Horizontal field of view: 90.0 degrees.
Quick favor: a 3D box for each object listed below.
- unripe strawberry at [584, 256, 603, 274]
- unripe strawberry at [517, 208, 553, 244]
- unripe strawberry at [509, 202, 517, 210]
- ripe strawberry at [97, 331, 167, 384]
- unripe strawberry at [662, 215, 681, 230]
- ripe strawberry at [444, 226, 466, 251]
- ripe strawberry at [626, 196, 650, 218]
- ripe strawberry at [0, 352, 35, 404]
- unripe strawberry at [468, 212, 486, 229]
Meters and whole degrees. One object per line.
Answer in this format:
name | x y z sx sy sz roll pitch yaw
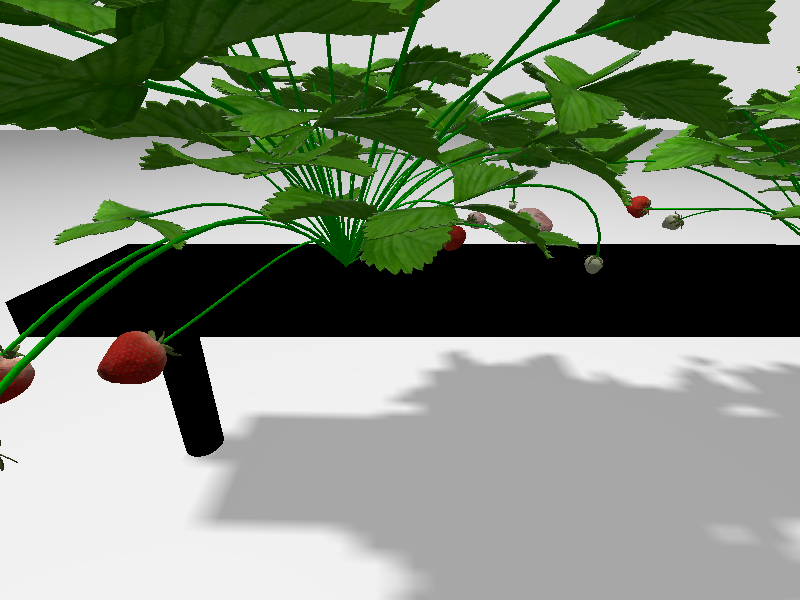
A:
unripe strawberry | 0.162 -0.029 0.336 0.015 0.015 0.014 4 25 8
unripe strawberry | 0.143 -0.080 0.429 0.038 0.038 0.042 -8 26 -19
unripe strawberry | 0.144 -0.121 0.514 0.010 0.010 0.011 -20 31 -36
ripe strawberry | -0.137 0.030 0.204 0.029 0.025 0.029 12 28 24
unripe strawberry | 0.329 -0.094 0.486 0.018 0.019 0.020 -13 -2 -26
ripe strawberry | 0.055 -0.064 0.406 0.026 0.028 0.024 -10 27 -22
ripe strawberry | 0.324 -0.128 0.548 0.028 0.030 0.030 -9 26 -19
ripe strawberry | -0.194 0.037 0.189 0.025 0.027 0.029 17 -19 33
unripe strawberry | 0.095 -0.097 0.488 0.020 0.020 0.023 -21 32 -38
